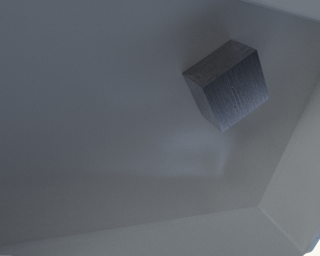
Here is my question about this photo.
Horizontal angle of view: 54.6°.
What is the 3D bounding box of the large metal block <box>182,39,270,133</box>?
[{"bbox_3d":[0.088,-0.055,0.406,0.080,0.050,0.080,-36,129,-5],"label":"large metal block"}]
